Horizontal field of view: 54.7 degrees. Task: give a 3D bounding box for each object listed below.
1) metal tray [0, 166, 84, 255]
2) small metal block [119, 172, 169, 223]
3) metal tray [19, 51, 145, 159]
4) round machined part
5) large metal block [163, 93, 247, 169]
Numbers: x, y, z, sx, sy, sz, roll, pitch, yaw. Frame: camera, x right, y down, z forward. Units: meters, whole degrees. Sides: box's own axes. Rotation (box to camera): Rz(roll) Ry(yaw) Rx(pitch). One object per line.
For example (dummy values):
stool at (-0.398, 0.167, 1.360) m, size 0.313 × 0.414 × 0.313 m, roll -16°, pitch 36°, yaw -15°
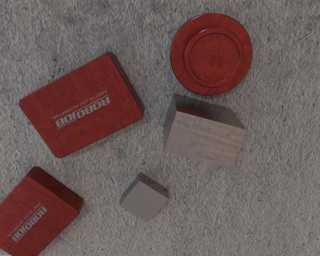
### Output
metal tray at (-0.188, 0.129, 0.452) m, size 0.090 × 0.030 × 0.130 m, roll 41°, pitch 105°, yaw -14°
small metal block at (-0.023, 0.100, 0.447) m, size 0.050 × 0.025 × 0.050 m, roll 35°, pitch 106°, yaw -12°
metal tray at (-0.097, -0.028, 0.396) m, size 0.130 × 0.030 × 0.090 m, roll -26°, pitch 108°, yaw 8°
round machined part at (0.062, -0.086, 0.370) m, size 0.099 × 0.042 × 0.097 m, roll 0°, pitch 110°, yaw -1°
large metal block at (0.050, 0.000, 0.381) m, size 0.081 × 0.080 × 0.050 m, roll 15°, pitch 109°, yaw -6°
